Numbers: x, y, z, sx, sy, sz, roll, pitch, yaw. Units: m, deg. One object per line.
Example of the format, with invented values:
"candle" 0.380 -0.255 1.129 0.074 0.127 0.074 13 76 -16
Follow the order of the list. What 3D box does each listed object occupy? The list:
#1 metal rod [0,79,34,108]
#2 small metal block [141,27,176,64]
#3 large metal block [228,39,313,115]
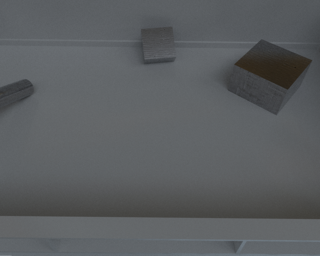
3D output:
"metal rod" -0.243 -0.003 0.324 0.025 0.025 0.301 16 27 13
"small metal block" -0.003 -0.133 0.501 0.050 0.025 0.050 -6 86 -6
"large metal block" 0.160 -0.077 0.455 0.080 0.050 0.080 33 57 24
